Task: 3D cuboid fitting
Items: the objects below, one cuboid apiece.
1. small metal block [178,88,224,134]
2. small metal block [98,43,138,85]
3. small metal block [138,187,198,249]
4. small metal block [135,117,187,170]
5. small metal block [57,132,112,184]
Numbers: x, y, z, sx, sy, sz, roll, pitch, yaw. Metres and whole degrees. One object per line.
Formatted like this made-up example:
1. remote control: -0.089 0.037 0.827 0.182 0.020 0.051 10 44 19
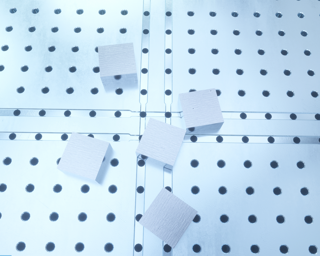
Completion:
1. small metal block: 0.054 -0.023 0.421 0.050 0.025 0.050 -9 70 -4
2. small metal block: -0.060 -0.092 0.445 0.050 0.025 0.050 -7 70 -3
3. small metal block: 0.010 0.108 0.372 0.050 0.025 0.050 34 73 11
4. small metal block: 0.002 0.021 0.404 0.050 0.025 0.050 20 71 6
5. small metal block: -0.095 0.038 0.397 0.050 0.025 0.050 16 71 5
